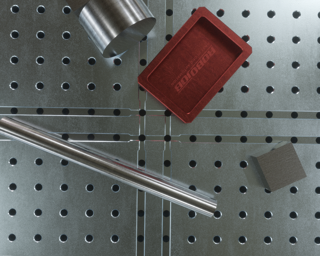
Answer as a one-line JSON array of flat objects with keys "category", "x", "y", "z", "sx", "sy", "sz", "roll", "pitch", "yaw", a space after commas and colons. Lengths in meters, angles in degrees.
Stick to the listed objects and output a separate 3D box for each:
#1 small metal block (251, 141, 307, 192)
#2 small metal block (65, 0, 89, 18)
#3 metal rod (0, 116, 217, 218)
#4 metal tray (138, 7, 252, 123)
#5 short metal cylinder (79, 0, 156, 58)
[{"category": "small metal block", "x": 0.159, "y": 0.051, "z": 0.416, "sx": 0.050, "sy": 0.025, "sz": 0.050, "roll": -24, "pitch": 90, "yaw": -1}, {"category": "small metal block", "x": -0.106, "y": -0.185, "z": 0.412, "sx": 0.050, "sy": 0.025, "sz": 0.050, "roll": -36, "pitch": 90, "yaw": 0}, {"category": "metal rod", "x": -0.069, "y": 0.052, "z": 0.412, "sx": 0.301, "sy": 0.025, "sz": 0.025, "roll": 22, "pitch": 90, "yaw": -1}, {"category": "metal tray", "x": 0.045, "y": -0.081, "z": 0.411, "sx": 0.090, "sy": 0.030, "sz": 0.130, "roll": 41, "pitch": 90, "yaw": -1}, {"category": "short metal cylinder", "x": -0.052, "y": -0.132, "z": 0.385, "sx": 0.080, "sy": 0.080, "sz": 0.050, "roll": -35, "pitch": 90, "yaw": 0}]
